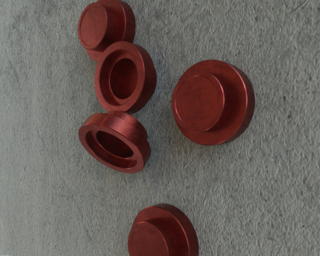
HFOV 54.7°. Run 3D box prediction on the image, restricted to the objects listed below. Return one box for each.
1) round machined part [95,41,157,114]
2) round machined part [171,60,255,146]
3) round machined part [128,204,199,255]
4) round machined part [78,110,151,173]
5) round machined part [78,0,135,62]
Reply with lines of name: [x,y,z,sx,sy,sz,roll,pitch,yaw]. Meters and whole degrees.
round machined part: [-0.043,-0.067,0.430,0.098,0.042,0.097,0,90,40]
round machined part: [0.052,-0.029,0.351,0.098,0.042,0.097,0,90,40]
round machined part: [-0.003,0.150,0.396,0.098,0.042,0.097,0,90,40]
round machined part: [-0.056,0.015,0.418,0.098,0.042,0.097,18,143,15]
round machined part: [-0.086,-0.148,0.465,0.098,0.042,0.097,0,90,40]
